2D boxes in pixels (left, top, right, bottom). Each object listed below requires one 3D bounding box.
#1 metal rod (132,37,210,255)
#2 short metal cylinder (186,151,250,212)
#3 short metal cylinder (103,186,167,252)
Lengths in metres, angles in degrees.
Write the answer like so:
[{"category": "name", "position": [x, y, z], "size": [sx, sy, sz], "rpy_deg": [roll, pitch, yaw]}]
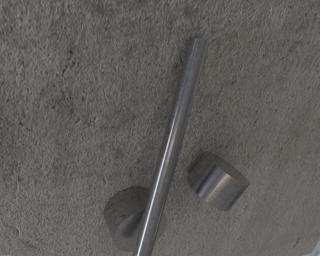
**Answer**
[{"category": "metal rod", "position": [0.010, 0.037, 0.394], "size": [0.025, 0.025, 0.298], "rpy_deg": [8, 101, -32]}, {"category": "short metal cylinder", "position": [0.087, 0.079, 0.468], "size": [0.080, 0.080, 0.050], "rpy_deg": [25, 104, -37]}, {"category": "short metal cylinder", "position": [-0.037, 0.133, 0.453], "size": [0.081, 0.050, 0.079], "rpy_deg": [-14, 124, -21]}]
